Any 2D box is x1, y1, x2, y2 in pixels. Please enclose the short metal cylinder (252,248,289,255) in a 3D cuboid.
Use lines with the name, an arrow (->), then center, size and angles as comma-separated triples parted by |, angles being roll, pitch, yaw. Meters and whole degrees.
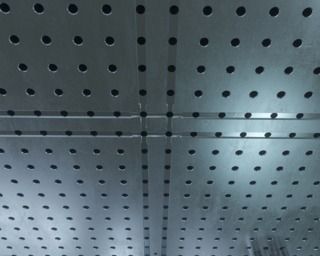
short metal cylinder -> 0.236, 0.295, 0.648 | 0.081, 0.050, 0.079 | 0, 130, 0
